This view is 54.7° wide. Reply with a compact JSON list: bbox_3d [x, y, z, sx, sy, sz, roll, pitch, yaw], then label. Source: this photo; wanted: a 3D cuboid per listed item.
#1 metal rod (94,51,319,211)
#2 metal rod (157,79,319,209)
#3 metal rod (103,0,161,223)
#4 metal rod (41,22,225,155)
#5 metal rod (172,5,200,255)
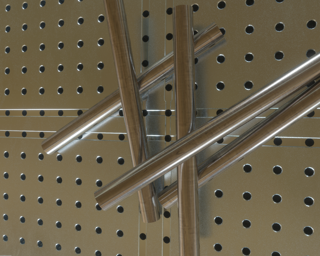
[{"bbox_3d":[0.061,0.002,0.347,0.301,0.025,0.025,-32,79,0],"label":"metal rod"},{"bbox_3d":[0.119,0.008,0.370,0.300,0.025,0.025,-38,78,15],"label":"metal rod"},{"bbox_3d":[-0.036,-0.024,0.401,0.025,0.025,0.298,-7,96,19],"label":"metal rod"},{"bbox_3d":[-0.048,-0.046,0.428,0.300,0.025,0.025,-32,80,16],"label":"metal rod"},{"bbox_3d":[0.032,0.005,0.373,0.025,0.025,0.298,-2,89,19],"label":"metal rod"}]
